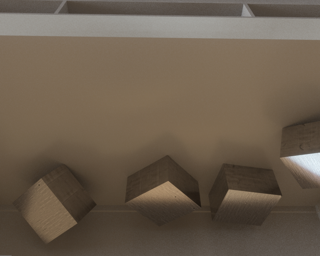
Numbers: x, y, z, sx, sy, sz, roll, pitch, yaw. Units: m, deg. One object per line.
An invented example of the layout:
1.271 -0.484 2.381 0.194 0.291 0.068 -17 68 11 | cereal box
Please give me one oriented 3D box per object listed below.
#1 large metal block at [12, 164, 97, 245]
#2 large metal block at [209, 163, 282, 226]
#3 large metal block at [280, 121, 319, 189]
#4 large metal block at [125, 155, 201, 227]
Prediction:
-0.158 0.114 0.467 0.080 0.050 0.080 -37 92 27 | large metal block
0.129 0.105 0.483 0.081 0.050 0.079 8 130 -7 | large metal block
0.216 0.036 0.408 0.080 0.050 0.080 -14 132 40 | large metal block
0.005 0.098 0.476 0.080 0.050 0.080 -31 124 24 | large metal block
